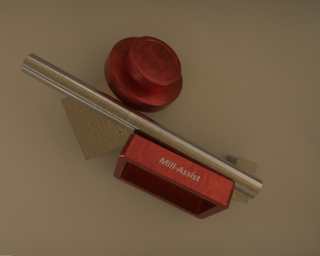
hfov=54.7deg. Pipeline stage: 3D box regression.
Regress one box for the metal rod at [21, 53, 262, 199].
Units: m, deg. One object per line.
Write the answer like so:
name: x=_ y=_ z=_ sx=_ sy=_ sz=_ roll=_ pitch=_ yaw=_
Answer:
metal rod: x=-0.020 y=-0.002 z=0.358 sx=0.301 sy=0.025 sz=0.025 roll=29 pitch=90 yaw=-1

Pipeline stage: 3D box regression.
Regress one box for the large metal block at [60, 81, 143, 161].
large metal block: x=-0.067 y=-0.013 z=0.396 sx=0.080 sy=0.050 sz=0.080 roll=-22 pitch=90 yaw=-1

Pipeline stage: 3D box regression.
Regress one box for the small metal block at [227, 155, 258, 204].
small metal block: x=0.100 y=0.064 z=0.399 sx=0.025 sy=0.050 sz=0.050 roll=15 pitch=90 yaw=0

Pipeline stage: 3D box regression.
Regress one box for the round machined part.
round machined part: x=-0.014 y=-0.071 z=0.375 sx=0.099 sy=0.042 sz=0.098 roll=14 pitch=59 yaw=-25

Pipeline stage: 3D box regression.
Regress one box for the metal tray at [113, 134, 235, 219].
metal tray: x=0.012 y=0.063 z=0.374 sx=0.131 sy=0.090 sz=0.030 roll=26 pitch=63 yaw=-1
